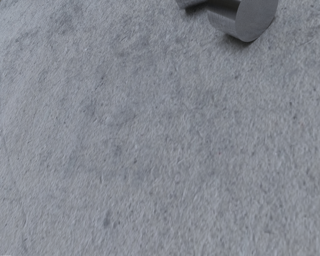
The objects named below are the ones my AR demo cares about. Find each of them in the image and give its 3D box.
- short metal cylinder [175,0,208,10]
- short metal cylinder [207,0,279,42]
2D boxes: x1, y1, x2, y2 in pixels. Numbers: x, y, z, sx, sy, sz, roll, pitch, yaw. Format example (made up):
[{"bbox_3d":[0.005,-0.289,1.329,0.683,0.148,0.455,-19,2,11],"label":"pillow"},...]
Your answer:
[{"bbox_3d":[0.048,-0.233,0.485,0.050,0.080,0.080,-12,57,21],"label":"short metal cylinder"},{"bbox_3d":[0.110,-0.161,0.409,0.080,0.080,0.050,-46,51,-4],"label":"short metal cylinder"}]
